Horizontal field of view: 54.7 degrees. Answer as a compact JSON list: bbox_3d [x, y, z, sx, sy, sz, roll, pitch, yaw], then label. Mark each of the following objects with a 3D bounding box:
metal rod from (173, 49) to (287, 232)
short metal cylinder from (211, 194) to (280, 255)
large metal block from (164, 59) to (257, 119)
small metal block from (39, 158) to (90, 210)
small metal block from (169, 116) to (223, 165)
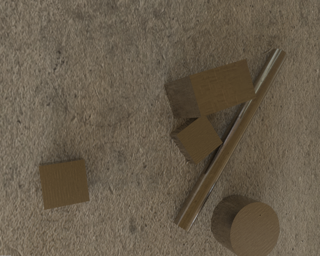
[{"bbox_3d":[0.107,0.010,0.449,0.025,0.025,0.300,36,78,-17],"label":"metal rod"},{"bbox_3d":[0.121,0.140,0.442,0.081,0.050,0.079,0,90,-21],"label":"short metal cylinder"},{"bbox_3d":[0.062,-0.049,0.404,0.081,0.080,0.050,-19,97,-19],"label":"large metal block"},{"bbox_3d":[-0.114,0.064,0.368,0.050,0.025,0.050,-7,93,-20],"label":"small metal block"},{"bbox_3d":[0.050,0.015,0.429,0.050,0.025,0.050,-37,102,-16],"label":"small metal block"}]
